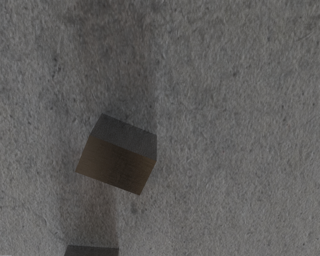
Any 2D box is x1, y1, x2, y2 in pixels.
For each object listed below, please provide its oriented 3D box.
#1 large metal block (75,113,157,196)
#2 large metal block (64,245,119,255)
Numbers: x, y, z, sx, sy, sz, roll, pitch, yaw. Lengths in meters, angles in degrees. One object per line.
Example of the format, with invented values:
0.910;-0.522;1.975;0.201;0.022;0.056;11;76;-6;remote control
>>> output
-0.051;0.030;0.391;0.080;0.080;0.050;22;109;-9;large metal block
-0.107;0.225;0.462;0.081;0.080;0.050;5;110;-2;large metal block
